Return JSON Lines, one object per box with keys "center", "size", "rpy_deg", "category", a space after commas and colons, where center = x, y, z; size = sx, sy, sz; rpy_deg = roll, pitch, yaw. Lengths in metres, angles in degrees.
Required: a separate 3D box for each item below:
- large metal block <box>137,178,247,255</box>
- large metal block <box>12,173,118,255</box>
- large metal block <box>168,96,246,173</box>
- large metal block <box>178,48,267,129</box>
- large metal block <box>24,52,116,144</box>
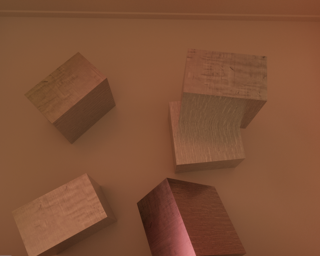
{"center": [0.032, 0.105, 0.325], "size": [0.050, 0.080, 0.080], "rpy_deg": [-45, 47, 27], "category": "large metal block"}
{"center": [-0.099, 0.099, 0.343], "size": [0.080, 0.080, 0.050], "rpy_deg": [-27, 73, -10], "category": "large metal block"}
{"center": [0.055, 0.010, 0.394], "size": [0.081, 0.050, 0.080], "rpy_deg": [-5, 70, -2], "category": "large metal block"}
{"center": [0.065, -0.040, 0.343], "size": [0.080, 0.080, 0.050], "rpy_deg": [6, 70, 2], "category": "large metal block"}
{"center": [-0.108, -0.035, 0.392], "size": [0.050, 0.080, 0.080], "rpy_deg": [43, 75, 13], "category": "large metal block"}
